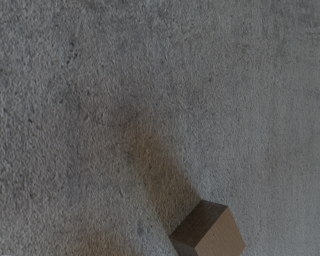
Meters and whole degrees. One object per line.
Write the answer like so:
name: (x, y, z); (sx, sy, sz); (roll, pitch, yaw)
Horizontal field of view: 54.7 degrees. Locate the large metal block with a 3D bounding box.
large metal block: (0.070, 0.165, 0.448); (0.080, 0.050, 0.080); (-39, 114, -33)
